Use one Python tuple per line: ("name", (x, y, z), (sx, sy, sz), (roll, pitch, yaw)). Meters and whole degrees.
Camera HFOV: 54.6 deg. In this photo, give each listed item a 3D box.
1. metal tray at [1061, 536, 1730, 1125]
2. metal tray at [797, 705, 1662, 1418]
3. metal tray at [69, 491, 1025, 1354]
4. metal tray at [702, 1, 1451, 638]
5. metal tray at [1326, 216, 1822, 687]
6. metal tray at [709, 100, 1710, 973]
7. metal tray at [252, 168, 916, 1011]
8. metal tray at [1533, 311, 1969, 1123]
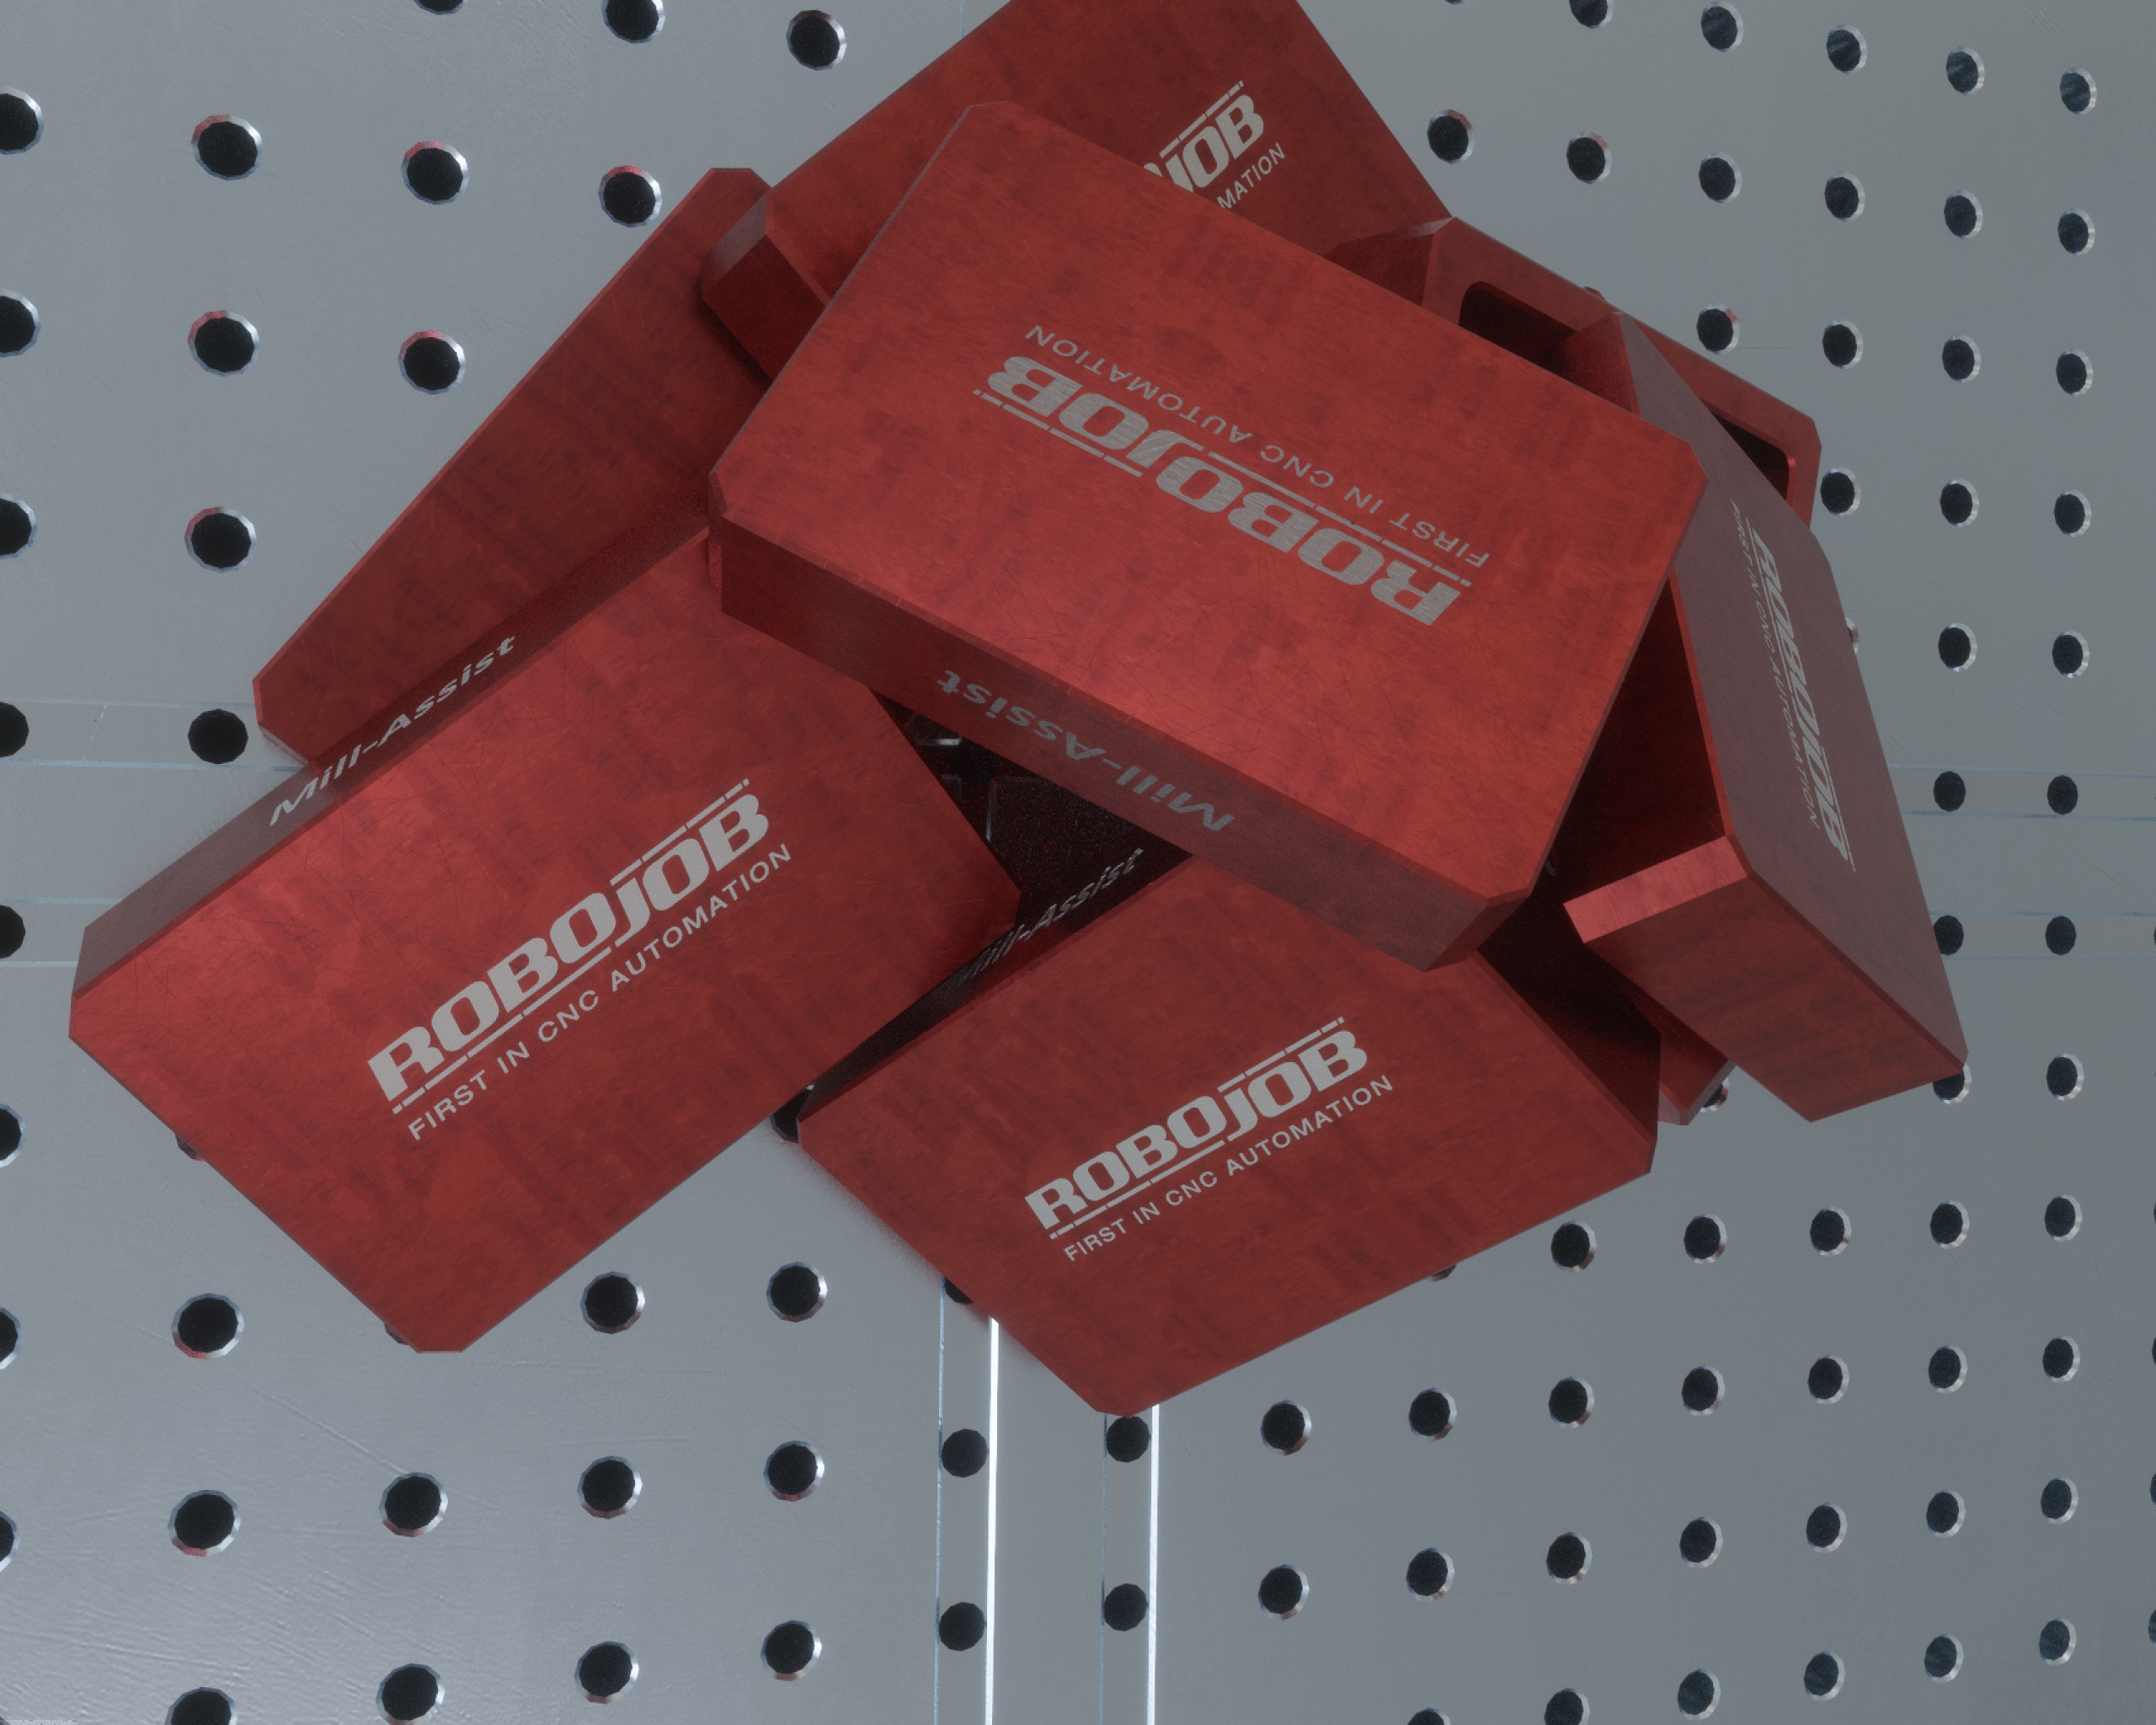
("metal tray", (0.062, -0.008, 0.401), (0.130, 0.090, 0.030), (46, 76, -14))
("metal tray", (0.024, 0.041, 0.372), (0.090, 0.130, 0.030), (45, 34, -16))
("metal tray", (-0.086, 0.011, 0.354), (0.130, 0.030, 0.090), (-38, 118, -5))
("metal tray", (0.005, -0.114, 0.391), (0.090, 0.030, 0.130), (49, 61, -15))
("metal tray", (0.097, -0.063, 0.422), (0.131, 0.030, 0.090), (12, 85, -40))
("metal tray", (0.021, -0.052, 0.324), (0.130, 0.030, 0.090), (27, 66, 2))
("metal tray", (-0.072, -0.049, 0.382), (0.090, 0.030, 0.130), (41, 77, -16))
("metal tray", (0.118, -0.028, 0.386), (0.090, 0.030, 0.130), (33, 43, -38))
